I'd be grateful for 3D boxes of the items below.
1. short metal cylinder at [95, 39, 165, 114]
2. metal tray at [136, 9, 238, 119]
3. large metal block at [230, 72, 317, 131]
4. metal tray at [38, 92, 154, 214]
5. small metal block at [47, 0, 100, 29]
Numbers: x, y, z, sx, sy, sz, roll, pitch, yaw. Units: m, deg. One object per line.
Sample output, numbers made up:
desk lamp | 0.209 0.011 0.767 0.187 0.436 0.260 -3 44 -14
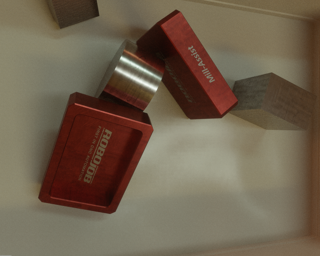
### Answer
short metal cylinder | -0.036 -0.058 0.369 0.050 0.080 0.080 27 81 -19
metal tray | 0.031 -0.071 0.388 0.030 0.090 0.130 -40 103 -16
large metal block | 0.155 -0.034 0.440 0.080 0.080 0.050 22 83 -19
metal tray | -0.074 0.033 0.348 0.091 0.030 0.129 16 114 -20
small metal block | -0.102 -0.150 0.357 0.050 0.050 0.025 -26 60 -18
